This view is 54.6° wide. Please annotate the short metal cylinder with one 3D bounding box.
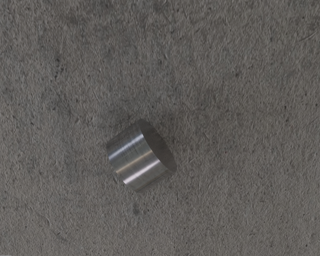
[{"bbox_3d":[-0.022,0.035,0.393,0.050,0.080,0.080,-35,107,12],"label":"short metal cylinder"}]
